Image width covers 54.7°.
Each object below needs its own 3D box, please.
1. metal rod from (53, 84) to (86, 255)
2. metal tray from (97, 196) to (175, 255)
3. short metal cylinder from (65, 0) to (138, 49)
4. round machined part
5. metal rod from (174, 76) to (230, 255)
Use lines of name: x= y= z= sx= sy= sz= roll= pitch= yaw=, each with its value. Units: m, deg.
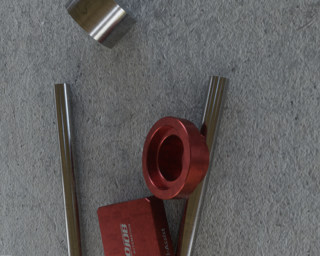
metal rod: x=-0.131 y=0.085 z=0.455 sx=0.025 sy=0.025 sz=0.298 roll=-7 pitch=88 yaw=20
metal tray: x=-0.028 y=0.159 z=0.401 sx=0.090 sy=0.030 sz=0.129 roll=-19 pitch=78 yaw=30
short metal cylinder: x=-0.076 y=-0.151 z=0.406 sx=0.050 sy=0.080 sz=0.080 roll=-43 pitch=77 yaw=15
round machined part: x=0.022 y=0.037 z=0.376 sx=0.098 sy=0.042 sz=0.098 roll=-16 pitch=70 yaw=53
metal rod: x=0.045 y=0.084 z=0.393 sx=0.025 sy=0.025 sz=0.298 roll=12 pitch=94 yaw=19
